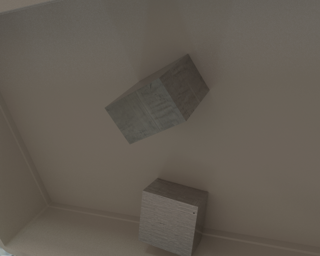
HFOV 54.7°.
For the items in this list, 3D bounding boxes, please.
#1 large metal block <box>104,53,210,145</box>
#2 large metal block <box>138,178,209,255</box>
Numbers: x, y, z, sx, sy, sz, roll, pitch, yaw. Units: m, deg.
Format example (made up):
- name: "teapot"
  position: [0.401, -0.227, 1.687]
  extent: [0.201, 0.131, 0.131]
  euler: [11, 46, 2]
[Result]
- name: "large metal block"
  position: [-0.001, -0.033, 0.352]
  extent: [0.080, 0.080, 0.050]
  euler: [-23, 106, 36]
- name: "large metal block"
  position: [0.019, 0.127, 0.446]
  extent: [0.080, 0.050, 0.079]
  euler: [12, 106, 21]
